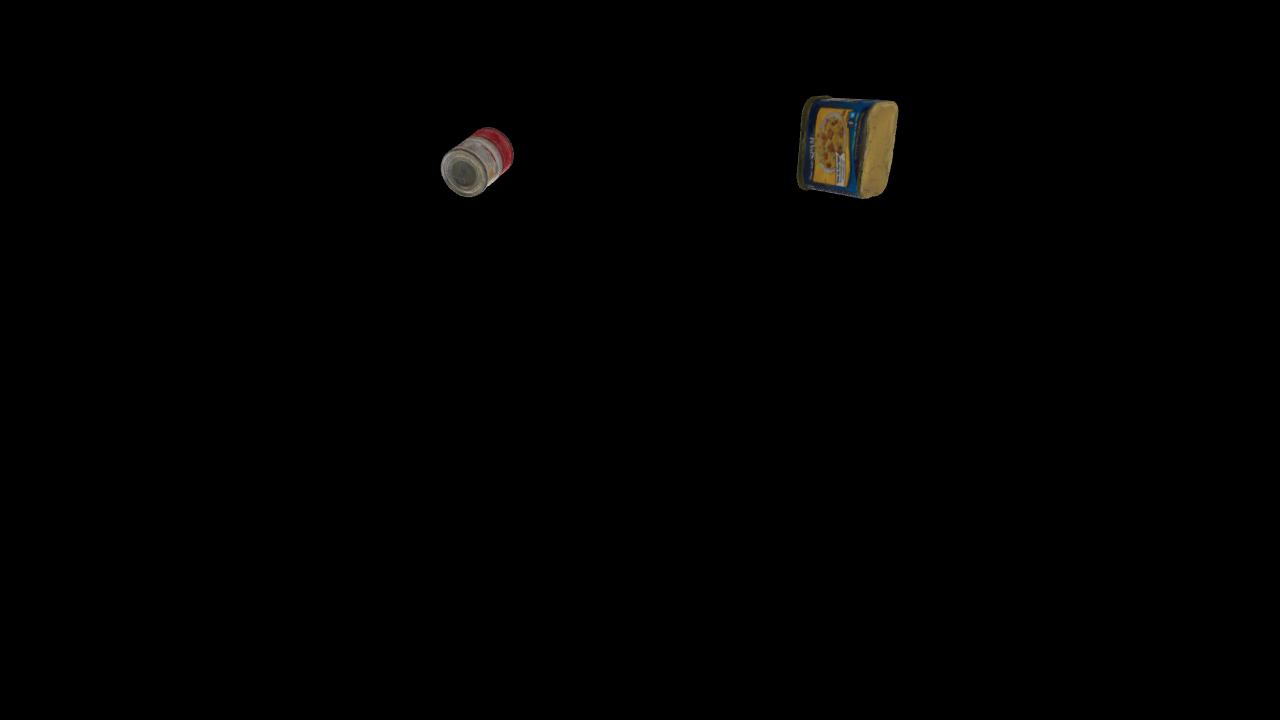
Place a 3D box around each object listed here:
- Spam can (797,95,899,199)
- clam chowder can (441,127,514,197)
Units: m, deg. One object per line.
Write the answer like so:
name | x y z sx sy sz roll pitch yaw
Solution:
Spam can | 0.225 -0.232 0.670 0.058 0.101 0.085 -20 32 -30
clam chowder can | -0.226 -0.277 0.860 0.068 0.068 0.102 0 35 13
